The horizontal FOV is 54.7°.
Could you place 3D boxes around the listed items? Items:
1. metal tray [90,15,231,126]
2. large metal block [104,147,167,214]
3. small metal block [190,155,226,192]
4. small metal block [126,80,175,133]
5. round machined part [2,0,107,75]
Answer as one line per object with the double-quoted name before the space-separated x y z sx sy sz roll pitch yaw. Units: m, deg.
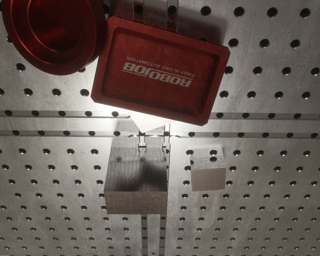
"metal tray" -0.001 -0.060 0.336 0.131 0.030 0.089 12 107 -11
"large metal block" -0.031 0.073 0.438 0.081 0.080 0.050 0 130 -1
"small metal block" 0.073 0.070 0.472 0.050 0.025 0.050 -5 130 3
"small metal block" -0.011 -0.026 0.389 0.050 0.025 0.050 -20 128 15
"round machined part" -0.095 -0.104 0.297 0.098 0.042 0.097 9 121 16
